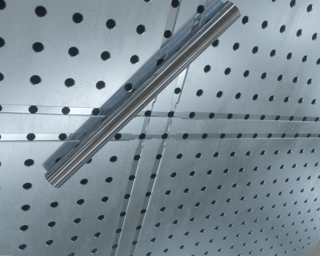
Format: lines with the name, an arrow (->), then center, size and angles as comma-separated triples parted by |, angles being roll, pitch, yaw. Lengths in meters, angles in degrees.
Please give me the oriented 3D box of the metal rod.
metal rod -> -0.022, -0.039, 0.374 | 0.300, 0.025, 0.025 | -43, 129, 2
